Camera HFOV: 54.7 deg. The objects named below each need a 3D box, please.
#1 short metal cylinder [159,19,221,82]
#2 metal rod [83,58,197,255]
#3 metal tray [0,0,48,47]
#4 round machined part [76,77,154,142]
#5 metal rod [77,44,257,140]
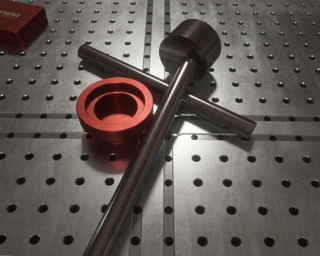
[{"bbox_3d":[0.046,-0.117,0.471,0.080,0.080,0.050,25,54,19],"label":"short metal cylinder"},{"bbox_3d":[-0.014,0.025,0.367,0.025,0.025,0.300,17,58,13],"label":"metal rod"},{"bbox_3d":[-0.287,-0.197,0.566,0.131,0.030,0.090,14,51,11],"label":"metal tray"},{"bbox_3d":[-0.058,-0.020,0.413,0.099,0.042,0.098,0,50,0],"label":"round machined part"},{"bbox_3d":[-0.003,-0.061,0.458,0.300,0.025,0.025,28,55,21],"label":"metal rod"}]
